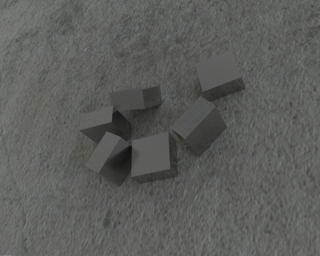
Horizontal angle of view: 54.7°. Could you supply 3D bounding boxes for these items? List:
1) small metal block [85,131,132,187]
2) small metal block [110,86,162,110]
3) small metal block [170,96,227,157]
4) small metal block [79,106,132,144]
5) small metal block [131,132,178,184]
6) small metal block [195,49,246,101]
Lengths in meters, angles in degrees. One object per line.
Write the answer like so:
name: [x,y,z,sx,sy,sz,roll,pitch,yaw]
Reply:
small metal block: [-0.059,0.040,0.393,0.025,0.050,0.050,19,72,35]
small metal block: [-0.032,-0.041,0.426,0.050,0.050,0.025,-2,101,27]
small metal block: [0.047,-0.001,0.363,0.050,0.050,0.025,-47,52,-5]
small metal block: [-0.074,-0.001,0.425,0.050,0.050,0.025,-13,57,20]
small metal block: [-0.007,0.037,0.383,0.050,0.025,0.050,-15,56,19]
small metal block: [0.078,-0.068,0.404,0.050,0.025,0.050,-20,54,16]
